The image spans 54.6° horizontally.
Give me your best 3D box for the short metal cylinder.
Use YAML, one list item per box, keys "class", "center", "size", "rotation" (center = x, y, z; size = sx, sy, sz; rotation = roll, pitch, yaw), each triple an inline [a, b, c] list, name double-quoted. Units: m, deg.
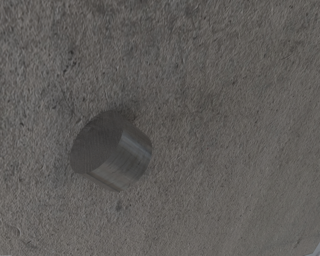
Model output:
- class: "short metal cylinder"
  center: [-0.056, 0.026, 0.356]
  size: [0.080, 0.080, 0.050]
  rotation: [-45, 129, 3]
